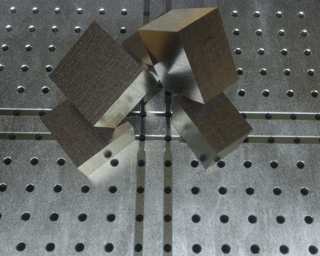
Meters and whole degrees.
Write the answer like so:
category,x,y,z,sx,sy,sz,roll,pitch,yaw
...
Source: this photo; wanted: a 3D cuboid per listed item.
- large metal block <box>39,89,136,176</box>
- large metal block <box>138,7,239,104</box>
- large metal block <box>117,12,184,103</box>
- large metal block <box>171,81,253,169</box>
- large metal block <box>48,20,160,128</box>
category,x,y,z,sx,sy,sz,roll,pitch,yaw
large metal block,-0.089,0.001,0.396,0.080,0.050,0.080,-38,75,-13
large metal block,0.030,-0.081,0.337,0.050,0.080,0.080,-36,32,-17
large metal block,-0.008,-0.091,0.414,0.080,0.080,0.050,-40,75,-13
large metal block,0.059,-0.003,0.383,0.050,0.080,0.080,-32,74,-11
large metal block,-0.062,-0.057,0.349,0.080,0.050,0.080,46,101,14
